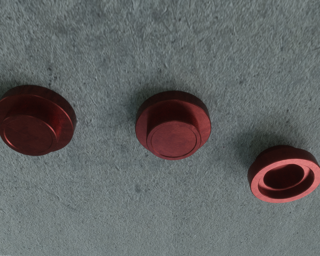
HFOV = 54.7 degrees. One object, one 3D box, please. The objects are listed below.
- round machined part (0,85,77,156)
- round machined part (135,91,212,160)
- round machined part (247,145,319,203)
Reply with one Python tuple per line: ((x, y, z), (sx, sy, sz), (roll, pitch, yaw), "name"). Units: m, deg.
((-0.160, -0.002, 0.392), (0.099, 0.042, 0.097), (0, 130, 0), "round machined part")
((0.017, 0.004, 0.399), (0.099, 0.042, 0.097), (0, 130, 0), "round machined part")
((0.177, 0.063, 0.451), (0.099, 0.042, 0.097), (0, 130, 0), "round machined part")
